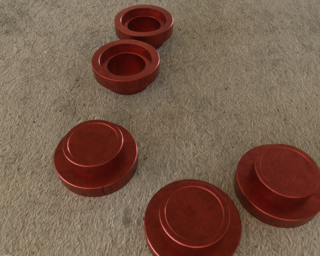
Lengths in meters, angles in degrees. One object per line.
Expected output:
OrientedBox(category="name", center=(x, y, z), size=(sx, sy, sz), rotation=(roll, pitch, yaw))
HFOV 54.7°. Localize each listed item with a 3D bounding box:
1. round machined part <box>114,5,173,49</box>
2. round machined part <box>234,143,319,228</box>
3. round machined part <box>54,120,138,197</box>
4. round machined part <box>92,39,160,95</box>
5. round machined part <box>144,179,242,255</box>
OrientedBox(category="round machined part", center=(-0.027, -0.168, 0.533), size=(0.099, 0.042, 0.098), rotation=(0, 50, 0))
OrientedBox(category="round machined part", center=(0.136, 0.056, 0.346), size=(0.099, 0.042, 0.098), rotation=(0, 50, 0))
OrientedBox(category="round machined part", center=(-0.076, 0.028, 0.368), size=(0.099, 0.042, 0.098), rotation=(0, 50, 0))
OrientedBox(category="round machined part", center=(-0.050, -0.087, 0.465), size=(0.099, 0.042, 0.098), rotation=(0, 50, 0))
OrientedBox(category="round machined part", center=(0.033, 0.094, 0.314), size=(0.099, 0.042, 0.098), rotation=(0, 50, 0))
